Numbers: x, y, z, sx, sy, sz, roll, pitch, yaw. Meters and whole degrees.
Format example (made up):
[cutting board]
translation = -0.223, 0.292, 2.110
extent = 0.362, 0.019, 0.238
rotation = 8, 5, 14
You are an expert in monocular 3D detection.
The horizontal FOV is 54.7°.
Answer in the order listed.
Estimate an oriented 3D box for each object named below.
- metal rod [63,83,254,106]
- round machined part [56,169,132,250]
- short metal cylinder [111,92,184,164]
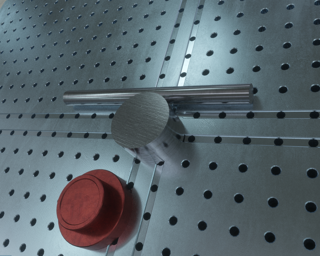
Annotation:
[metal rod]
translation = -0.021, -0.046, 0.447
extent = 0.300, 0.025, 0.025
rotation = 2, 63, 29
[round machined part]
translation = -0.088, 0.096, 0.384
extent = 0.098, 0.042, 0.098
rotation = -13, 56, 21
[short metal cylinder]
translation = -0.015, 0.001, 0.400
extent = 0.080, 0.050, 0.080
rotation = -13, 56, 21
